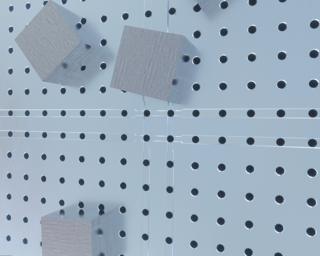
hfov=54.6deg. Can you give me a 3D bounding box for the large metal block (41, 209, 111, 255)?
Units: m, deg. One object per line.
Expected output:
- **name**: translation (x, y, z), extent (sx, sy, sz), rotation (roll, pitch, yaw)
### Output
- **large metal block**: translation (-0.118, 0.162, 0.442), extent (0.080, 0.050, 0.080), rotation (-2, 89, 20)

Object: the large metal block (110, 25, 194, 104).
- **large metal block**: translation (-0.009, -0.080, 0.403), extent (0.080, 0.050, 0.080), rotation (16, 95, 19)

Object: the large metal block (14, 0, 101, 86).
- **large metal block**: translation (-0.149, -0.121, 0.453), extent (0.080, 0.050, 0.080), rotation (-40, 78, 15)

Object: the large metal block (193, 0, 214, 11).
- **large metal block**: translation (0.053, -0.209, 0.381), extent (0.080, 0.050, 0.080), rotation (-41, 77, 15)
